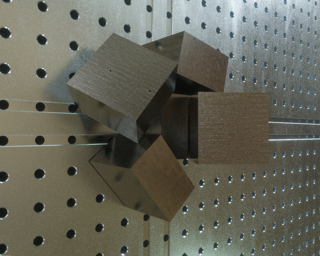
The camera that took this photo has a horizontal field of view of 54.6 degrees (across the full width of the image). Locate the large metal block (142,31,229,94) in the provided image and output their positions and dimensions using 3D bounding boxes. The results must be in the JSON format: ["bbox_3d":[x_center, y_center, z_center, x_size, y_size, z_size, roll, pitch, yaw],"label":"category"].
[{"bbox_3d":[0.027,-0.075,0.395,0.080,0.080,0.050,17,79,-39],"label":"large metal block"}]

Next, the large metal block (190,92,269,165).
[{"bbox_3d":[0.079,0.000,0.368,0.080,0.050,0.080,0,89,-6],"label":"large metal block"}]

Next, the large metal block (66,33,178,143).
[{"bbox_3d":[-0.037,-0.044,0.333,0.080,0.080,0.050,-56,167,-25],"label":"large metal block"}]

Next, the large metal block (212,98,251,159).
[{"bbox_3d":[0.089,0.000,0.436,0.050,0.080,0.080,0,90,-2],"label":"large metal block"}]

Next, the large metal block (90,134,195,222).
[{"bbox_3d":[-0.020,0.053,0.354,0.050,0.080,0.080,-48,119,-30],"label":"large metal block"}]

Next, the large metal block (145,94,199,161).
[{"bbox_3d":[0.016,-0.001,0.405,0.081,0.050,0.080,1,90,-40],"label":"large metal block"}]
